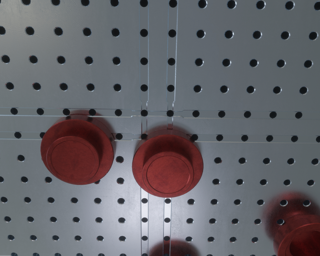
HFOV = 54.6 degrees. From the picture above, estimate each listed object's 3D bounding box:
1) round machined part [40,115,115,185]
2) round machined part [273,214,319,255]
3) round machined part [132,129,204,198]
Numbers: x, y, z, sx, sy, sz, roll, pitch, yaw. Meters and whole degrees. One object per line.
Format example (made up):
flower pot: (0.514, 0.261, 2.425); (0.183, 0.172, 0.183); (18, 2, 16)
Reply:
round machined part: (-0.111, 0.035, 0.416); (0.099, 0.042, 0.097); (0, 110, 0)
round machined part: (0.221, 0.171, 0.469); (0.099, 0.042, 0.097); (0, 110, 0)
round machined part: (0.011, 0.055, 0.424); (0.099, 0.042, 0.097); (0, 110, 0)
